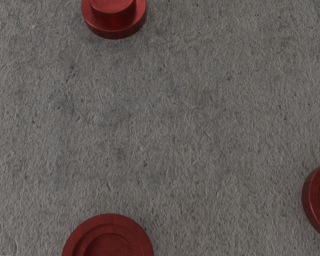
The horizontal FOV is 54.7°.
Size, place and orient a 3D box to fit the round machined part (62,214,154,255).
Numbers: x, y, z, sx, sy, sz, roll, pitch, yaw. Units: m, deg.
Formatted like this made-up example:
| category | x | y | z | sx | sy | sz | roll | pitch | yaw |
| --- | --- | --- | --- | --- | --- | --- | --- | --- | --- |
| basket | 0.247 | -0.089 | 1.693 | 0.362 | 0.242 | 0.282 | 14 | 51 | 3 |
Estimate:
| category | x | y | z | sx | sy | sz | roll | pitch | yaw |
| --- | --- | --- | --- | --- | --- | --- | --- | --- | --- |
| round machined part | -0.055 | 0.147 | 0.345 | 0.099 | 0.042 | 0.098 | 0 | 70 | 0 |

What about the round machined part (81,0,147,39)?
| category | x | y | z | sx | sy | sz | roll | pitch | yaw |
| --- | --- | --- | --- | --- | --- | --- | --- | --- | --- |
| round machined part | -0.070 | -0.187 | 0.467 | 0.099 | 0.042 | 0.098 | 0 | 70 | 0 |

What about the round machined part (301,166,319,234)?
| category | x | y | z | sx | sy | sz | roll | pitch | yaw |
| --- | --- | --- | --- | --- | --- | --- | --- | --- | --- |
| round machined part | 0.217 | 0.089 | 0.368 | 0.099 | 0.042 | 0.098 | 0 | 70 | 0 |
